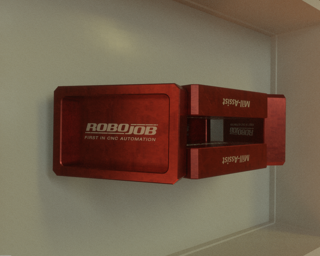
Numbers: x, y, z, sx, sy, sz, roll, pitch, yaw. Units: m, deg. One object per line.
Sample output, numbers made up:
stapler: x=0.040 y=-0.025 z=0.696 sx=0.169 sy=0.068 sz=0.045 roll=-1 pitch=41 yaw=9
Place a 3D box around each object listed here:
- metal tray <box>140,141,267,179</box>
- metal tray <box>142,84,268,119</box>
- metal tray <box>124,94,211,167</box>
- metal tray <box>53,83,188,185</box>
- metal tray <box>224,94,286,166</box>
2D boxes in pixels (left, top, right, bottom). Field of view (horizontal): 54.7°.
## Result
metal tray: x=0.053 y=0.034 z=0.367 sx=0.131 sy=0.090 sz=0.030 roll=0 pitch=90 yaw=-40
metal tray: x=0.054 y=-0.027 z=0.367 sx=0.131 sy=0.090 sz=0.030 roll=0 pitch=90 yaw=-40
metal tray: x=0.014 y=0.003 z=0.413 sx=0.131 sy=0.030 sz=0.089 roll=-1 pitch=91 yaw=-41
metal tray: x=-0.041 y=0.004 z=0.304 sx=0.030 sy=0.130 sz=0.089 roll=0 pitch=91 yaw=-72
metal tray: x=0.131 y=0.002 z=0.447 sx=0.030 sy=0.130 sz=0.089 roll=1 pitch=90 yaw=-10
